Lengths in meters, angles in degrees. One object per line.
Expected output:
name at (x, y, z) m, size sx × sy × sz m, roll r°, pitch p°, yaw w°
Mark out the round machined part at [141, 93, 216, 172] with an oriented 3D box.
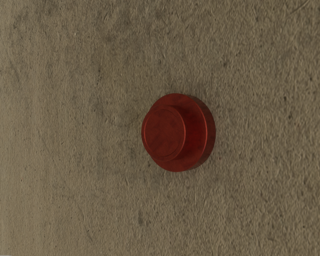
round machined part at (0.015, 0.006, 0.382) m, size 0.098 × 0.042 × 0.097 m, roll 0°, pitch 90°, yaw 40°
